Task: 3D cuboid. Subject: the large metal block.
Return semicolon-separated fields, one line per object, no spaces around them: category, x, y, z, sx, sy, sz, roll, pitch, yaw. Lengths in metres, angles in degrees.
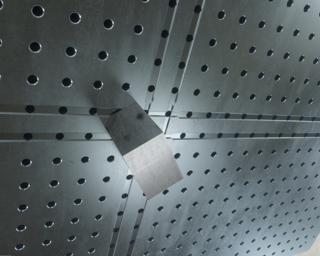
large metal block;-0.022;0.026;0.381;0.050;0.080;0.080;-31;129;-9
